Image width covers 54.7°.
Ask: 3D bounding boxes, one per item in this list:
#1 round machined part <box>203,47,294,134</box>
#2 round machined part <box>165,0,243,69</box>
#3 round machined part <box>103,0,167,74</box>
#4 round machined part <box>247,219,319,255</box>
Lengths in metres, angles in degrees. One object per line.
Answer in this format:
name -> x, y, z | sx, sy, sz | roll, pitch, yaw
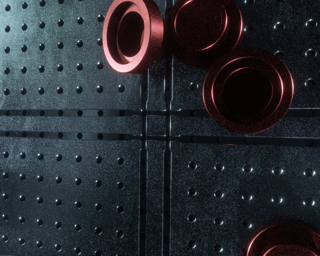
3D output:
round machined part -> 0.104, -0.042, 0.367 | 0.098, 0.042, 0.097 | 0, 90, 19
round machined part -> 0.051, -0.125, 0.385 | 0.098, 0.042, 0.097 | 0, 90, 19
round machined part -> -0.029, -0.119, 0.399 | 0.098, 0.042, 0.097 | 6, 99, 46
round machined part -> 0.149, 0.158, 0.351 | 0.098, 0.042, 0.097 | 0, 90, 19
